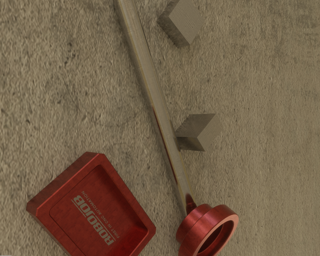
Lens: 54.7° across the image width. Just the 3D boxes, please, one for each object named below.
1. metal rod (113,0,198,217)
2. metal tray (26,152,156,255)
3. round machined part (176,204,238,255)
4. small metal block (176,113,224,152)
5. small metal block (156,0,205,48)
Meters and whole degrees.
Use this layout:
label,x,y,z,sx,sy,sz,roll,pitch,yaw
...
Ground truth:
label,x,y,z,sx,sy,sz,roll,pitch,yaw
metal rod,0.000,-0.018,0.406,0.025,0.025,0.298,-29,108,-37
metal tray,-0.069,0.102,0.345,0.090,0.030,0.130,-45,117,-31
round machined part,0.061,0.145,0.430,0.099,0.042,0.097,-28,137,-30
small metal block,0.052,0.005,0.435,0.050,0.050,0.025,-48,119,-30
small metal block,0.030,-0.149,0.432,0.050,0.025,0.050,45,63,-31
